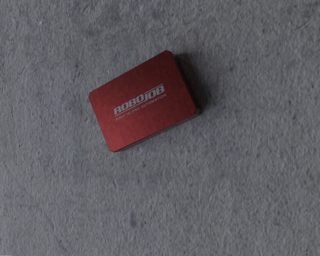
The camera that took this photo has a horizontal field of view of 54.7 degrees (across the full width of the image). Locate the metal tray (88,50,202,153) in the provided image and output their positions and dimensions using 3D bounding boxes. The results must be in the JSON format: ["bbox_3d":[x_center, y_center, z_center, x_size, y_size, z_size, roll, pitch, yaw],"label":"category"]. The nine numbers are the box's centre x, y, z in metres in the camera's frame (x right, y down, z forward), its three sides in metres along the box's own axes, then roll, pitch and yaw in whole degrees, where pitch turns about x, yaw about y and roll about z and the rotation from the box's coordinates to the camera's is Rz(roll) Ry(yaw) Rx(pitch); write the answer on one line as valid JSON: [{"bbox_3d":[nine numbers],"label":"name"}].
[{"bbox_3d":[-0.022,-0.033,0.413,0.130,0.030,0.090,-25,82,17],"label":"metal tray"}]
